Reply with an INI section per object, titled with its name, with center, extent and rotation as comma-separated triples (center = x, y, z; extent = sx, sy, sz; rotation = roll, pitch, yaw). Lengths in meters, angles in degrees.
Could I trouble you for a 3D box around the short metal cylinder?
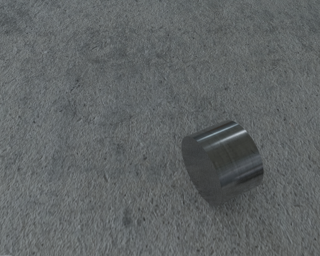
[short metal cylinder]
center = 0.065, 0.037, 0.336
extent = 0.050, 0.080, 0.080
rotation = -21, 53, -17
